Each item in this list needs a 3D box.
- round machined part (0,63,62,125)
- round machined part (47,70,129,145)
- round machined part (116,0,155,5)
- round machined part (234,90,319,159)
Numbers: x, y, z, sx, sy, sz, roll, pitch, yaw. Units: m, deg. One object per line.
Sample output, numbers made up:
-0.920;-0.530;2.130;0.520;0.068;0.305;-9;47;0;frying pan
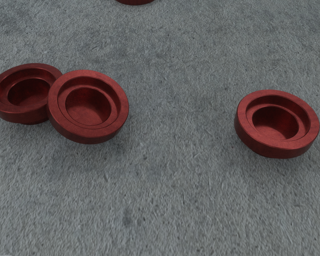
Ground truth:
-0.177;-0.043;0.427;0.099;0.042;0.098;0;50;0;round machined part
-0.093;-0.023;0.396;0.099;0.042;0.098;11;59;-18;round machined part
-0.052;-0.299;0.643;0.099;0.042;0.098;0;50;0;round machined part
0.144;-0.001;0.393;0.099;0.042;0.098;0;50;0;round machined part
